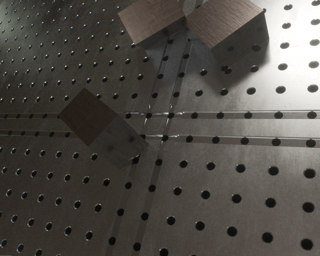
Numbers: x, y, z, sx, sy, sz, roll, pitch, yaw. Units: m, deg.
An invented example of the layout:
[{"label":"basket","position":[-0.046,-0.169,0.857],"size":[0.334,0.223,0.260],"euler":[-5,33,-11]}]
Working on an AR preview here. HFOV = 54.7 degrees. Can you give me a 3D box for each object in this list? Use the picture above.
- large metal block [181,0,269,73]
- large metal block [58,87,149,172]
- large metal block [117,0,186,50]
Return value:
[{"label":"large metal block","position":[0.089,-0.137,0.429],"size":[0.080,0.050,0.080],"euler":[-36,52,4]},{"label":"large metal block","position":[-0.073,0.003,0.408],"size":[0.050,0.080,0.080],"euler":[-49,52,-6]},{"label":"large metal block","position":[-0.008,-0.164,0.468],"size":[0.080,0.080,0.050],"euler":[-28,95,10]}]
